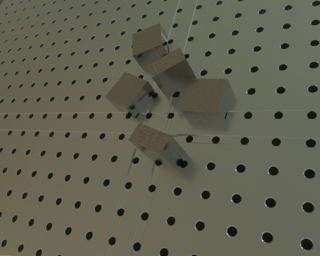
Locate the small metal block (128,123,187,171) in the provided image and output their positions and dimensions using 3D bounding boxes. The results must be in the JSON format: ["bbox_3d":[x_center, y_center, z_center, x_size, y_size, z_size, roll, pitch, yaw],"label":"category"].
[{"bbox_3d":[-0.002,0.023,0.378,0.050,0.050,0.025,21,73,35],"label":"small metal block"}]

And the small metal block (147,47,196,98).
[{"bbox_3d":[0.018,-0.075,0.427,0.050,0.050,0.025,-28,53,10],"label":"small metal block"}]

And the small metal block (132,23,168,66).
[{"bbox_3d":[-0.016,-0.134,0.497,0.050,0.025,0.050,-16,55,18],"label":"small metal block"}]

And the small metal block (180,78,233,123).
[{"bbox_3d":[0.060,-0.036,0.398,0.050,0.025,0.050,6,65,30],"label":"small metal block"}]

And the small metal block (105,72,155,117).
[{"bbox_3d":[-0.045,-0.051,0.461,0.050,0.025,0.050,28,77,37],"label":"small metal block"}]
